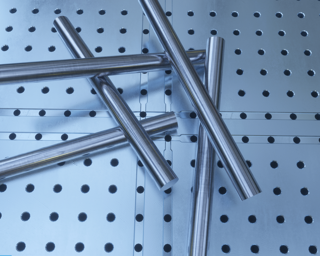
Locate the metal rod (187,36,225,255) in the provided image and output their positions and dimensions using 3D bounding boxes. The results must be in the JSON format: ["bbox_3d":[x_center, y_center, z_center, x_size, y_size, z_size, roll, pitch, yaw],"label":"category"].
[{"bbox_3d":[0.059,0.024,0.389,0.025,0.025,0.299,7,75,2],"label":"metal rod"}]

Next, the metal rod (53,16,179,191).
[{"bbox_3d":[-0.069,-0.047,0.408,0.025,0.025,0.299,-31,66,-11],"label":"metal rod"}]

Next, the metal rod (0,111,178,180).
[{"bbox_3d":[-0.124,0.030,0.399,0.302,0.025,0.025,-16,71,-6],"label":"metal rod"}]

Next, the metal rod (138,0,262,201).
[{"bbox_3d":[0.041,-0.053,0.386,0.025,0.025,0.299,-22,72,-8],"label":"metal rod"}]

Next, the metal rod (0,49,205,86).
[{"bbox_3d":[-0.061,-0.081,0.401,0.303,0.025,0.025,-9,70,-19],"label":"metal rod"}]
